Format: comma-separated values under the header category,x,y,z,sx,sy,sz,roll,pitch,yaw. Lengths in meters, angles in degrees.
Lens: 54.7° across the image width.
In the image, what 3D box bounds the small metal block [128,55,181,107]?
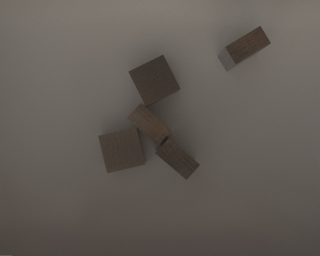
category,x,y,z,sx,sy,sz,roll,pitch,yaw
small metal block,-0.007,-0.061,0.411,0.050,0.025,0.050,-26,90,-1

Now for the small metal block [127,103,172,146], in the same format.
category,x,y,z,sx,sy,sz,roll,pitch,yaw
small metal block,-0.013,-0.005,0.399,0.050,0.050,0.025,42,90,-1

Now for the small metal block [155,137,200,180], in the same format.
category,x,y,z,sx,sy,sz,roll,pitch,yaw
small metal block,0.021,0.037,0.399,0.050,0.050,0.025,41,90,-1

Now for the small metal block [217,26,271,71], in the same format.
category,x,y,z,sx,sy,sz,roll,pitch,yaw
small metal block,0.107,-0.101,0.400,0.050,0.050,0.025,-31,90,0

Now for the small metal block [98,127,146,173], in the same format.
category,x,y,z,sx,sy,sz,roll,pitch,yaw
small metal block,-0.049,0.029,0.411,0.050,0.025,0.050,-13,90,-1
